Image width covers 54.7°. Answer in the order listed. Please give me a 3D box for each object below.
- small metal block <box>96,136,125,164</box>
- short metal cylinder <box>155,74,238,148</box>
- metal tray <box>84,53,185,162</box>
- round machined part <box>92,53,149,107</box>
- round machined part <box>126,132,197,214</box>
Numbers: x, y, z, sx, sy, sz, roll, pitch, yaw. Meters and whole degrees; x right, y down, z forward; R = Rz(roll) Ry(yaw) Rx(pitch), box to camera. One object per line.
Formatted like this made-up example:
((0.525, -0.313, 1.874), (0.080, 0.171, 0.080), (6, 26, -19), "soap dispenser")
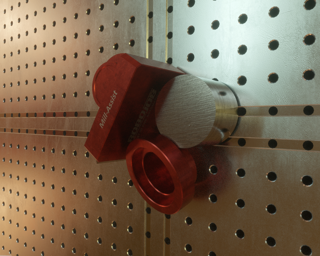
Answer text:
((-0.067, 0.022, 0.442), (0.025, 0.050, 0.050), (-19, 78, 38), "small metal block")
((0.041, -0.018, 0.354), (0.080, 0.050, 0.079), (0, 90, 40), "short metal cylinder")
((-0.030, -0.021, 0.386), (0.030, 0.091, 0.129), (40, 114, 33), "metal tray")
((-0.059, -0.058, 0.441), (0.098, 0.042, 0.097), (0, 90, 40), "round machined part")
((0.006, 0.050, 0.373), (0.098, 0.042, 0.097), (29, 131, 38), "round machined part")
